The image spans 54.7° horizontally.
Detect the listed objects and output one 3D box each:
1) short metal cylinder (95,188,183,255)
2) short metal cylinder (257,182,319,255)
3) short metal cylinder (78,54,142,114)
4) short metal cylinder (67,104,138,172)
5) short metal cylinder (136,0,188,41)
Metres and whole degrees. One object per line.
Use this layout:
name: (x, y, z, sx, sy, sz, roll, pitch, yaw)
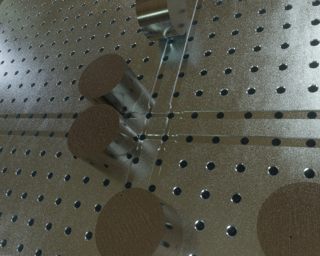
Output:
short metal cylinder: (-0.022, 0.111, 0.334, 0.080, 0.050, 0.080, -13, 56, 20)
short metal cylinder: (0.129, 0.093, 0.267, 0.080, 0.050, 0.080, -13, 56, 20)
short metal cylinder: (-0.075, -0.065, 0.470, 0.080, 0.050, 0.080, -13, 56, 20)
short metal cylinder: (-0.077, 0.014, 0.422, 0.080, 0.050, 0.080, -13, 56, 20)
short metal cylinder: (0.004, -0.180, 0.479, 0.050, 0.080, 0.080, -4, 60, 26)
